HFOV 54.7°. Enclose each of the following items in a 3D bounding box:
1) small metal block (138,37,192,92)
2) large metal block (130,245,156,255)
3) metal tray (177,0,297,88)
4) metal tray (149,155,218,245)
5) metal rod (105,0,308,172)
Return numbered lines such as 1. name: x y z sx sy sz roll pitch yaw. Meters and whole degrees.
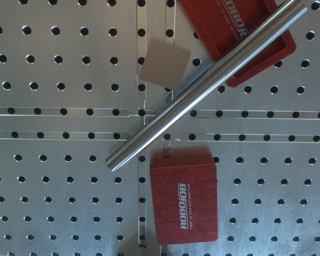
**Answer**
1. small metal block: 0.006 -0.079 0.384 0.050 0.025 0.050 18 109 -7
2. large metal block: -0.026 0.249 0.492 0.080 0.050 0.080 40 105 -14
3. metal tray: 0.089 -0.125 0.365 0.090 0.030 0.130 -31 108 10
4. metal tray: 0.036 0.106 0.451 0.091 0.030 0.129 -5 110 1
5. metal rod: 0.039 -0.038 0.374 0.025 0.025 0.299 43 113 -15
